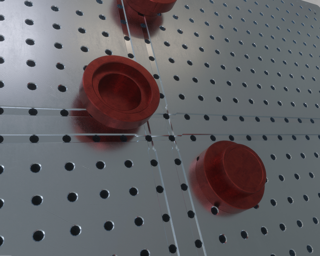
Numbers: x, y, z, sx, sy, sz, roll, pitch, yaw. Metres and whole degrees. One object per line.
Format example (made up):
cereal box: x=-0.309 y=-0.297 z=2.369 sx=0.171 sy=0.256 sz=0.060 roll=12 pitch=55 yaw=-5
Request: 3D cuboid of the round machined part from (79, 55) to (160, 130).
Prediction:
round machined part: x=-0.053 y=-0.041 z=0.393 sx=0.099 sy=0.042 sz=0.098 roll=13 pitch=56 yaw=-21

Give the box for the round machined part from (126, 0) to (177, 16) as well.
round machined part: x=-0.021 y=-0.231 z=0.526 sx=0.099 sy=0.042 sz=0.098 roll=13 pitch=56 yaw=-21

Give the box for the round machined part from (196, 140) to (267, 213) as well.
round machined part: x=0.101 y=0.060 z=0.415 sx=0.099 sy=0.042 sz=0.098 roll=13 pitch=56 yaw=-21
